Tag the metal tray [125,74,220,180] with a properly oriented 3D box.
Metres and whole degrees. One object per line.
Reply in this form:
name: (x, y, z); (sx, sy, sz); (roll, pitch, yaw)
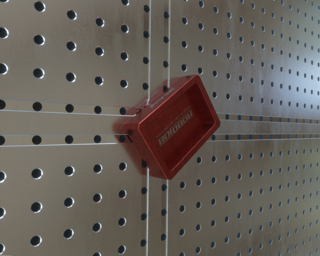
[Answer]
metal tray: (0.023, -0.004, 0.427); (0.131, 0.030, 0.090); (-43, 116, -32)
